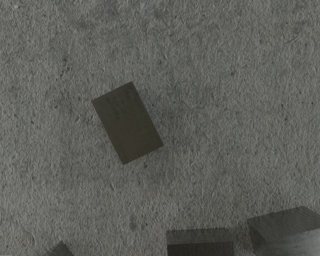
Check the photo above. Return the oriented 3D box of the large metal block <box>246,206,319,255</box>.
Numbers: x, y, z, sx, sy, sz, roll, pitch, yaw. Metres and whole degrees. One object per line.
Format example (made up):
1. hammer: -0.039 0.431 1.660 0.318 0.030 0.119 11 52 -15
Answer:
1. large metal block: 0.163 0.140 0.384 0.080 0.080 0.050 -13 90 0

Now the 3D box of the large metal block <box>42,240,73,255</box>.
1. large metal block: -0.141 0.209 0.396 0.080 0.050 0.080 -38 90 0

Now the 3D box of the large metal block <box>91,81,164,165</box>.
1. large metal block: -0.036 -0.006 0.382 0.050 0.080 0.080 -26 90 0

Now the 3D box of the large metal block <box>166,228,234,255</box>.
1. large metal block: 0.051 0.178 0.398 0.081 0.050 0.080 -3 90 0
